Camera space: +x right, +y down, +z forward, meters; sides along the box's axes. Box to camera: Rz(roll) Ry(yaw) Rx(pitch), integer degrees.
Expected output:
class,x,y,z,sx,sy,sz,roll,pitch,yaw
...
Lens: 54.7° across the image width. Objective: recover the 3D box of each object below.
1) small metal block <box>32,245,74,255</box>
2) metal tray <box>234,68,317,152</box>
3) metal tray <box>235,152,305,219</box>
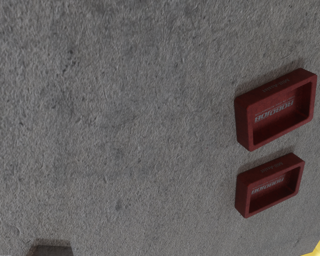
class,x,y,z,sx,sy,sz,roll,pitch,yaw
small metal block,-0.158,0.196,0.442,0.050,0.025,0.050,20,108,-36
metal tray,0.181,-0.028,0.484,0.131,0.030,0.090,-25,128,-13
metal tray,0.205,0.108,0.582,0.131,0.030,0.089,-18,126,-18
